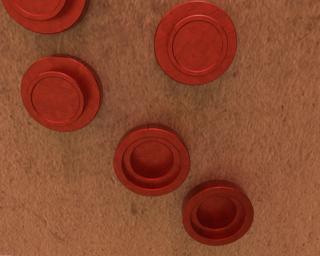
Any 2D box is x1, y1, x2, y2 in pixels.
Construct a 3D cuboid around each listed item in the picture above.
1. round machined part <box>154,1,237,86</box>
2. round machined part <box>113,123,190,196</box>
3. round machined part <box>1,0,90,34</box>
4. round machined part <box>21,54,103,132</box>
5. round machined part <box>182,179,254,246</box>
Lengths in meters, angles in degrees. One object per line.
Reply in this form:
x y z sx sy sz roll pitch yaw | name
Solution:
0.042 -0.098 0.365 0.099 0.042 0.097 0 110 -1 | round machined part
-0.010 0.039 0.415 0.099 0.042 0.097 0 110 -1 | round machined part
-0.130 -0.154 0.342 0.099 0.042 0.097 0 110 -1 | round machined part
-0.123 -0.040 0.384 0.099 0.042 0.097 0 110 -1 | round machined part
0.080 0.116 0.445 0.099 0.042 0.097 0 110 -1 | round machined part
